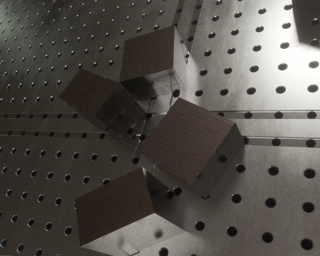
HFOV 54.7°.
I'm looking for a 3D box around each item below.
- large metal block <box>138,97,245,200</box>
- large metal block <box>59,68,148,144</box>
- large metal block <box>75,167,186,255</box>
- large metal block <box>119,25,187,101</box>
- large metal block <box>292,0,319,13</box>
[{"bbox_3d":[0.037,0.022,0.358,0.080,0.050,0.080,29,78,37],"label":"large metal block"},{"bbox_3d":[-0.077,-0.030,0.430,0.080,0.080,0.050,25,75,36],"label":"large metal block"},{"bbox_3d":[-0.030,0.094,0.330,0.080,0.080,0.050,-27,53,11],"label":"large metal block"},{"bbox_3d":[-0.007,-0.093,0.452,0.080,0.050,0.080,-11,57,22],"label":"large metal block"},{"bbox_3d":[0.210,-0.188,0.378,0.080,0.080,0.050,34,81,38],"label":"large metal block"}]
